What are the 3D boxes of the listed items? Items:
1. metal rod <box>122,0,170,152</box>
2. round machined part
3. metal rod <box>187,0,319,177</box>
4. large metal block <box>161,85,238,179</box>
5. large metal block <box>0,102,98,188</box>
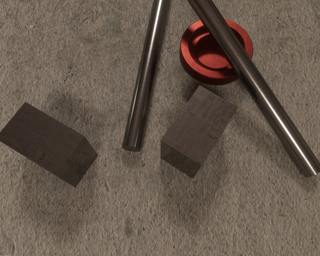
[{"bbox_3d":[-0.012,-0.112,0.448,0.025,0.025,0.299,9,70,3],"label":"metal rod"},{"bbox_3d":[0.077,-0.103,0.438,0.099,0.042,0.098,0,70,-1],"label":"round machined part"},{"bbox_3d":[0.112,-0.069,0.393,0.025,0.025,0.299,-33,90,-11],"label":"metal rod"},{"bbox_3d":[0.044,0.008,0.376,0.050,0.080,0.080,32,73,11],"label":"large metal block"},{"bbox_3d":[-0.129,0.023,0.369,0.080,0.080,0.050,29,73,10],"label":"large metal block"}]
